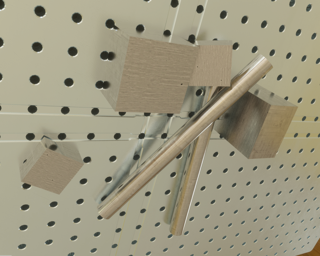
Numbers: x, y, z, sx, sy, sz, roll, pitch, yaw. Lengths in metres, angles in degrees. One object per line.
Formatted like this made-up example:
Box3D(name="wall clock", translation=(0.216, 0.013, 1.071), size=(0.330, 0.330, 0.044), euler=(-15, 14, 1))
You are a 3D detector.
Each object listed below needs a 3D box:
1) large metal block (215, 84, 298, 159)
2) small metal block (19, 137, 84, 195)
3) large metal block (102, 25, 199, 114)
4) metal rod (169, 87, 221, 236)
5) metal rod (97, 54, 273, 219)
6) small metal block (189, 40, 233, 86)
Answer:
Box3D(name="large metal block", translation=(0.133, -0.012, 0.440), size=(0.050, 0.080, 0.079), euler=(1, 118, -29))
Box3D(name="small metal block", translation=(-0.129, 0.046, 0.369), size=(0.050, 0.025, 0.050), euler=(34, 99, -39))
Box3D(name="large metal block", translation=(-0.013, -0.064, 0.348), size=(0.081, 0.050, 0.079), euler=(1, 118, -29))
Box3D(name="metal rod", translation=(0.054, 0.046, 0.468), size=(0.025, 0.025, 0.298), euler=(-3, 120, -27))
Box3D(name="metal rod", translation=(0.026, 0.018, 0.414), size=(0.299, 0.025, 0.025), euler=(-44, 130, 11))
Box3D(name="small metal block", translation=(0.061, -0.079, 0.378), size=(0.050, 0.025, 0.050), euler=(2, 118, 10))
